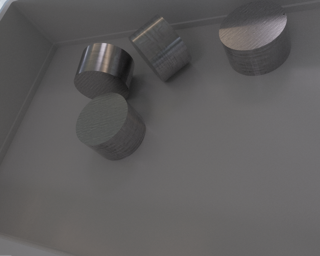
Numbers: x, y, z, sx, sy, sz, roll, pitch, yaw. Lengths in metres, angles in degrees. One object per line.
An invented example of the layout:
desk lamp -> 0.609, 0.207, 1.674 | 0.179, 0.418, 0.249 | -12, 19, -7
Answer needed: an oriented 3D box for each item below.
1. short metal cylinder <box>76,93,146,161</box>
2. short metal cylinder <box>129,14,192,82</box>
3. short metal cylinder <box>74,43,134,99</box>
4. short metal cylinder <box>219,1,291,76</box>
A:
short metal cylinder -> -0.067, -0.002, 0.426 | 0.080, 0.050, 0.080 | -13, 56, 21
short metal cylinder -> 0.000, -0.112, 0.439 | 0.050, 0.080, 0.080 | -39, 51, 2
short metal cylinder -> -0.082, -0.080, 0.463 | 0.080, 0.080, 0.050 | -6, 59, 25
short metal cylinder -> 0.122, -0.114, 0.396 | 0.080, 0.050, 0.080 | -13, 56, 21
